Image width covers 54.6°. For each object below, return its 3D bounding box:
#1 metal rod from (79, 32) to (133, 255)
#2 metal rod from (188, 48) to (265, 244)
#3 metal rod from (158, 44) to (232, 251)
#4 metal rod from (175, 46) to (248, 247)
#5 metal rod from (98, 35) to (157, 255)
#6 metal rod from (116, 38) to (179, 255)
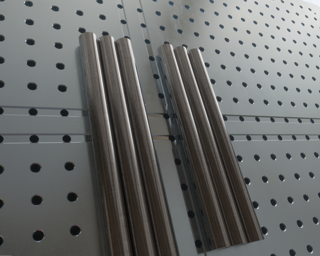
[{"bbox_3d":[-0.068,0.008,0.366,0.025,0.025,0.299,1,61,-28],"label":"metal rod"},{"bbox_3d":[0.086,0.009,0.447,0.025,0.025,0.299,1,61,-28],"label":"metal rod"},{"bbox_3d":[0.040,0.008,0.423,0.025,0.025,0.299,1,61,-28],"label":"metal rod"},{"bbox_3d":[0.062,0.009,0.435,0.025,0.025,0.299,1,61,-28],"label":"metal rod"},{"bbox_3d":[-0.045,0.009,0.377,0.025,0.025,0.299,1,61,-28],"label":"metal rod"},{"bbox_3d":[-0.023,0.009,0.389,0.025,0.025,0.299,1,61,-28],"label":"metal rod"}]
